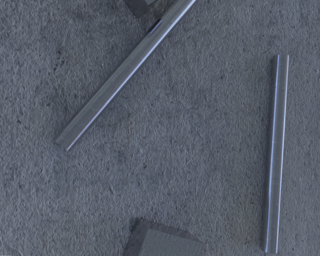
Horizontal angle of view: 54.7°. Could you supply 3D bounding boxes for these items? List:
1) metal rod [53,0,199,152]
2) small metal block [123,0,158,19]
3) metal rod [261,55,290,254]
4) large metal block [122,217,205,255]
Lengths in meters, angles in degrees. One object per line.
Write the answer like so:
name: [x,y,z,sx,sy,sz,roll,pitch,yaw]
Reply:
metal rod: [-0.026,-0.094,0.399,0.025,0.025,0.300,42,77,-16]
small metal block: [-0.028,-0.172,0.386,0.025,0.050,0.050,-41,104,-15]
metal rod: [0.177,0.038,0.476,0.025,0.025,0.298,5,89,-20]
large metal block: [-0.001,0.169,0.397,0.080,0.050,0.080,22,83,-19]
